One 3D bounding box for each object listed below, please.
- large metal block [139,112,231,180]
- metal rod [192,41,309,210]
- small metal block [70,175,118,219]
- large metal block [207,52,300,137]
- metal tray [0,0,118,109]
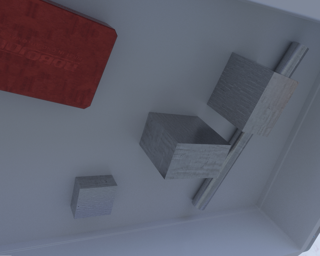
[{"bbox_3d":[0.030,0.022,0.405,0.081,0.080,0.050,4,117,-31],"label":"large metal block"},{"bbox_3d":[0.135,0.006,0.488,0.025,0.025,0.298,18,109,-36],"label":"metal rod"},{"bbox_3d":[-0.090,0.092,0.418,0.050,0.025,0.050,1,118,-30],"label":"small metal block"},{"bbox_3d":[0.120,-0.045,0.413,0.050,0.080,0.079,11,113,-33],"label":"large metal block"},{"bbox_3d":[-0.118,-0.076,0.295,0.131,0.030,0.089,13,112,-34],"label":"metal tray"}]
